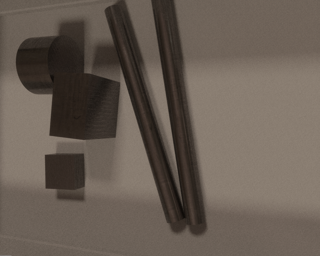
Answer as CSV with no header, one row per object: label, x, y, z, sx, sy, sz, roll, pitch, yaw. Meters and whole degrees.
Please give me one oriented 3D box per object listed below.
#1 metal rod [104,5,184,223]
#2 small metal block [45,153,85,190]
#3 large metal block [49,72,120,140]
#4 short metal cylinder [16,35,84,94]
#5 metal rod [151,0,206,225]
metal rod,-0.022,-0.023,0.417,0.025,0.025,0.299,-19,84,19
small metal block,-0.141,0.064,0.459,0.050,0.025,0.050,-2,90,19
large metal block,-0.097,-0.028,0.414,0.050,0.080,0.079,6,92,19
short metal cylinder,-0.151,-0.087,0.433,0.050,0.080,0.079,2,91,20
metal rod,0.023,-0.028,0.401,0.025,0.025,0.298,-10,87,19
